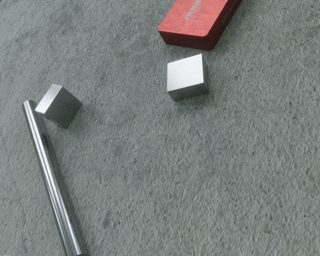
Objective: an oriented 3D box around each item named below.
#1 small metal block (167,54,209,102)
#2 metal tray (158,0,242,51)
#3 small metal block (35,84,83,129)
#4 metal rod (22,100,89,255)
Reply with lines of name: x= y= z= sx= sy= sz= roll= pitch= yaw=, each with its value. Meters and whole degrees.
small metal block: x=0.038 y=-0.069 z=0.425 sx=0.050 sy=0.025 sz=0.050 roll=-12 pitch=57 yaw=21
metal tray: x=0.067 y=-0.184 z=0.477 sx=0.090 sy=0.030 sz=0.130 roll=20 pitch=72 yaw=35
small metal block: x=-0.159 y=-0.034 z=0.489 sx=0.025 sy=0.050 sz=0.050 roll=17 pitch=71 yaw=34
metal rod: x=-0.162 y=0.057 z=0.451 sx=0.025 sy=0.025 sz=0.300 roll=-37 pitch=51 yaw=3
